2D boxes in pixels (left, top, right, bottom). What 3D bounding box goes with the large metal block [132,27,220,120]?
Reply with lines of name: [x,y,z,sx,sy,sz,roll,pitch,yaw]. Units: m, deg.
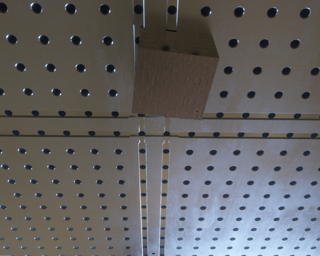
large metal block: [0.013,-0.059,0.345,0.081,0.050,0.079,6,130,-6]
